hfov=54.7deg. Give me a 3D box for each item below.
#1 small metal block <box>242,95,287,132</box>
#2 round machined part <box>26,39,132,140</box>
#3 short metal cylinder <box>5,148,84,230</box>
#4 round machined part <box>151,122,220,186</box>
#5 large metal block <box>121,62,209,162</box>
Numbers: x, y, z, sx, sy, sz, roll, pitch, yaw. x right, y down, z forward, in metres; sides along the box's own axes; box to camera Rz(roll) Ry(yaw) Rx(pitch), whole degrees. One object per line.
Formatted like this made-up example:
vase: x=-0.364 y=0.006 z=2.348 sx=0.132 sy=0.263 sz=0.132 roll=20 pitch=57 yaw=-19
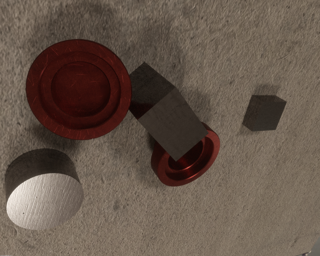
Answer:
small metal block: x=0.163 y=-0.023 z=0.484 sx=0.050 sy=0.025 sz=0.050 roll=-3 pitch=120 yaw=-28
round machined part: x=-0.079 y=-0.040 z=0.315 sx=0.099 sy=0.042 sz=0.097 roll=-3 pitch=107 yaw=-9
short metal cylinder: x=-0.135 y=0.071 z=0.361 sx=0.081 sy=0.050 sz=0.079 roll=-14 pitch=125 yaw=-21
round machined part: x=0.031 y=0.030 z=0.428 sx=0.099 sy=0.042 sz=0.097 roll=-19 pitch=132 yaw=-22
large metal block: x=0.000 y=-0.020 z=0.360 sx=0.050 sy=0.080 sz=0.080 roll=-41 pitch=130 yaw=0
